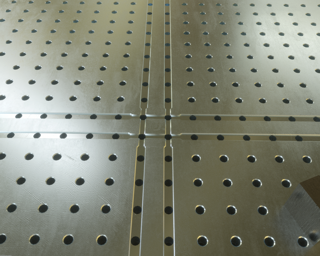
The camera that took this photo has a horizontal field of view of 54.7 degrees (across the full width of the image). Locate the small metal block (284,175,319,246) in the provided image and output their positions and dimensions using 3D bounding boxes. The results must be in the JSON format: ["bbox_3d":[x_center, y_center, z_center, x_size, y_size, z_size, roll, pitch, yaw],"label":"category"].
[{"bbox_3d":[0.162,0.086,0.322,0.025,0.050,0.050,-17,52,-14],"label":"small metal block"}]
